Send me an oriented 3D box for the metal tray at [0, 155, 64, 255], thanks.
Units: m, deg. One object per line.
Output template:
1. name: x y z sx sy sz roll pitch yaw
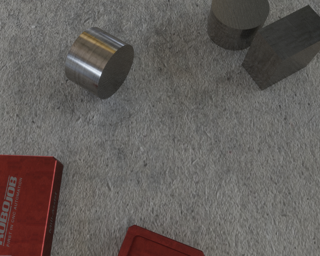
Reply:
1. metal tray: -0.173 0.099 0.368 0.091 0.030 0.130 2 70 0

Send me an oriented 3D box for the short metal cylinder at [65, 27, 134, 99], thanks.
1. short metal cylinder: -0.078 -0.085 0.409 0.050 0.080 0.080 31 73 10

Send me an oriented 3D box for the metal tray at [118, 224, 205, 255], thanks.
1. metal tray: -0.014 0.184 0.337 0.090 0.030 0.130 20 71 7

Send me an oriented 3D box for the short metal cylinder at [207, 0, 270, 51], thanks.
1. short metal cylinder: 0.112 -0.162 0.455 0.081 0.050 0.080 0 70 0

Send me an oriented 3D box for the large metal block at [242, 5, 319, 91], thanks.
1. large metal block: 0.168 -0.105 0.418 0.080 0.080 0.050 -28 73 -10
